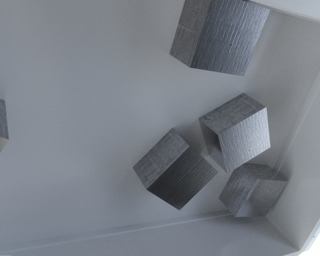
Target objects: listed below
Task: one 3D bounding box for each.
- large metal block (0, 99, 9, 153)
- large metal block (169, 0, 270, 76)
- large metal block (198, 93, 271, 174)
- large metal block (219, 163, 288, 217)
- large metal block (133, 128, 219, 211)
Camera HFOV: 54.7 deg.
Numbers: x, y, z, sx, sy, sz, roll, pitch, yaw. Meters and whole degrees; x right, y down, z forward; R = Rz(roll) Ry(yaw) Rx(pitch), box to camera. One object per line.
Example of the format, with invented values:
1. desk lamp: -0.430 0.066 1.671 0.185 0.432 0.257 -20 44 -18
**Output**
1. large metal block: -0.186 -0.005 0.269 0.080 0.080 0.050 30 102 -38
2. large metal block: 0.068 -0.111 0.362 0.081 0.050 0.079 2 117 -30
3. large metal block: 0.112 0.008 0.461 0.080 0.050 0.080 -29 129 -10
4. large metal block: 0.166 0.111 0.555 0.081 0.050 0.079 10 113 -33
5. large metal block: 0.023 0.060 0.444 0.080 0.050 0.080 -45 130 3
